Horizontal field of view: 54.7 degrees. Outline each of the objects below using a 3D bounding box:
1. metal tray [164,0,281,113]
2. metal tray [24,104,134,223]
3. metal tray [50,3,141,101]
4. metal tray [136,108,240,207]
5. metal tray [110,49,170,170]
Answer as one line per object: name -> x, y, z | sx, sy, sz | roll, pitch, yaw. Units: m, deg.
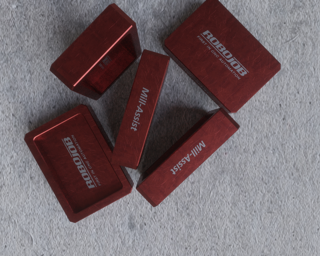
metal tray -> 0.080, -0.094, 0.410 | 0.090, 0.030, 0.130 | -44, 91, 0
metal tray -> -0.104, 0.045, 0.407 | 0.090, 0.030, 0.130 | -29, 90, -1
metal tray -> -0.065, -0.079, 0.358 | 0.030, 0.130, 0.090 | 44, 90, -1
metal tray -> 0.030, 0.032, 0.379 | 0.130, 0.090, 0.030 | -43, 90, 0
metal tray -> -0.022, -0.021, 0.378 | 0.030, 0.090, 0.129 | 17, 90, 0
